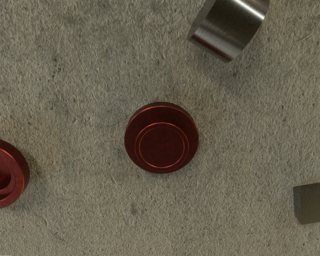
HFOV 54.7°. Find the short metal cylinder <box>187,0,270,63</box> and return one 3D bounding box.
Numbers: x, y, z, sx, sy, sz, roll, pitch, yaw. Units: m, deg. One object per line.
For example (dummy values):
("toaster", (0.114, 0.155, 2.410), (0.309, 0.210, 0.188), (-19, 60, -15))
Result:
("short metal cylinder", (0.072, -0.119, 0.338), (0.050, 0.080, 0.080), (29, 107, -10))

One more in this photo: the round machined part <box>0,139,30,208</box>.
("round machined part", (-0.225, 0.056, 0.418), (0.099, 0.042, 0.097), (0, 110, -1))

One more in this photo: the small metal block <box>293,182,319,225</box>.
("small metal block", (0.226, 0.110, 0.454), (0.050, 0.025, 0.050), (-10, 110, 3))

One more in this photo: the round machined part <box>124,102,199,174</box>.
("round machined part", (0.002, 0.018, 0.407), (0.099, 0.042, 0.097), (0, 110, -1))
